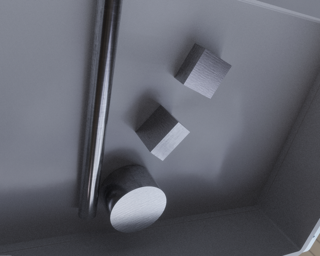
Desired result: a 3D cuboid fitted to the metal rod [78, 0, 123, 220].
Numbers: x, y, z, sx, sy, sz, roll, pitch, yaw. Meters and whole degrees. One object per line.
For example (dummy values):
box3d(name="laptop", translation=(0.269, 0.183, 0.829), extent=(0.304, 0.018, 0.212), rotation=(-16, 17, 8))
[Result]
box3d(name="metal rod", translation=(-0.073, -0.012, 0.362), extent=(0.025, 0.025, 0.298), rotation=(-3, 120, -27))

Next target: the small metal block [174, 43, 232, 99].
box3d(name="small metal block", translation=(0.055, -0.072, 0.396), extent=(0.050, 0.025, 0.050), rotation=(21, 107, -37))

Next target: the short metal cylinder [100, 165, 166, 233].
box3d(name="short metal cylinder", translation=(-0.038, 0.098, 0.434), extent=(0.081, 0.050, 0.079), rotation=(-14, 125, -21))

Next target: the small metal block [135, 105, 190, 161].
box3d(name="small metal block", translation=(0.002, 0.005, 0.399), extent=(0.050, 0.050, 0.025), rotation=(-47, 130, 4))
